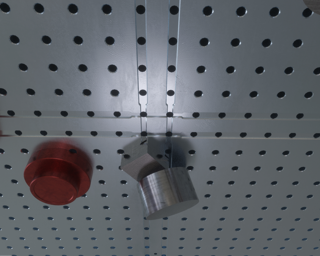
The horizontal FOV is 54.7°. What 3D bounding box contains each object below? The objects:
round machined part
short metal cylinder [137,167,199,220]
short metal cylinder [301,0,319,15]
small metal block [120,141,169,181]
[{"bbox_3d":[-0.155,0.080,0.467,0.099,0.042,0.097,0,130,0],"label":"round machined part"},{"bbox_3d":[0.011,0.097,0.457,0.081,0.050,0.080,-16,155,-7],"label":"short metal cylinder"},{"bbox_3d":[0.155,-0.146,0.272,0.081,0.050,0.079,0,130,0],"label":"short metal cylinder"},{"bbox_3d":[-0.022,0.053,0.456,0.050,0.025,0.050,-31,124,23],"label":"small metal block"}]
